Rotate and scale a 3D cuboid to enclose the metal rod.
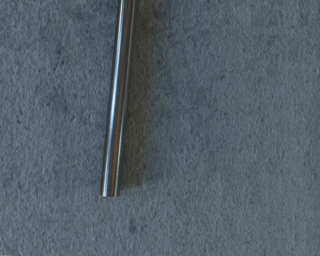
[{"bbox_3d":[-0.049,-0.065,0.391,0.025,0.025,0.298,6,88,-20],"label":"metal rod"}]
